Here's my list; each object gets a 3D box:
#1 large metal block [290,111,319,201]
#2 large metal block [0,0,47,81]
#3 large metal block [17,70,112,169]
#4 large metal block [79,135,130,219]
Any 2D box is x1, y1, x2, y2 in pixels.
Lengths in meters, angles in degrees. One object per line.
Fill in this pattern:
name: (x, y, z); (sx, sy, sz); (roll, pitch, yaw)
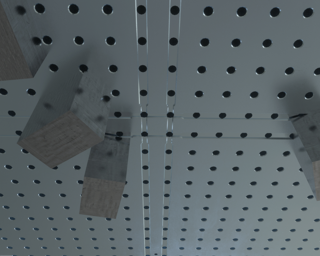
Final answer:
large metal block: (0.214, 0.035, 0.407); (0.050, 0.080, 0.080); (-17, 128, 14)
large metal block: (-0.174, -0.094, 0.313); (0.080, 0.050, 0.080); (-5, 130, 4)
large metal block: (-0.108, -0.011, 0.365); (0.080, 0.080, 0.050); (-28, 125, 21)
large metal block: (-0.076, 0.066, 0.431); (0.050, 0.080, 0.079); (11, 129, -9)
